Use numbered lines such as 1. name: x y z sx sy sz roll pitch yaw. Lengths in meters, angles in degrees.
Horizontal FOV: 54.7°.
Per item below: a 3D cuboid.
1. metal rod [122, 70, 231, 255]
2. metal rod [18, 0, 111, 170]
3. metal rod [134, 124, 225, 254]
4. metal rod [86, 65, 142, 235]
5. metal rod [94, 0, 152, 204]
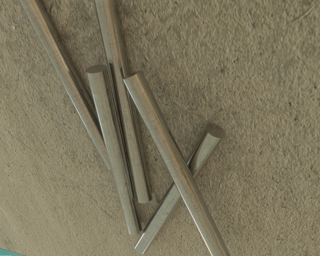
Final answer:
1. metal rod: 0.031 0.067 0.398 0.025 0.025 0.299 -14 112 34
2. metal rod: -0.126 -0.072 0.428 0.025 0.025 0.299 -10 113 32
3. metal rod: 0.016 0.109 0.465 0.025 0.025 0.298 31 129 8
4. metal rod: -0.059 0.052 0.451 0.025 0.025 0.298 9 128 23
5. metal rod: -0.044 -0.020 0.417 0.025 0.025 0.298 6 121 25
